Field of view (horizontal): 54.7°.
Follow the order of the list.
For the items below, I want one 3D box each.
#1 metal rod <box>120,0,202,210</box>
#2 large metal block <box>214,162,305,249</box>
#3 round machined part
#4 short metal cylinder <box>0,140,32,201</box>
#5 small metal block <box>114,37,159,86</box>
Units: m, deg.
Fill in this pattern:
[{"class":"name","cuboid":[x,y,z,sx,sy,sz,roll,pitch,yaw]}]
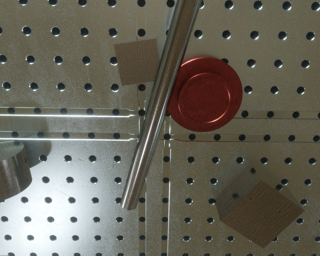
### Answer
[{"class":"metal rod","cuboid":[-0.006,-0.015,0.387,0.025,0.025,0.298,14,117,-6]},{"class":"large metal block","cuboid":[0.139,0.110,0.443,0.080,0.050,0.080,35,106,-13]},{"class":"round machined part","cuboid":[0.056,-0.040,0.391,0.099,0.042,0.097,0,110,-1]},{"class":"short metal cylinder","cuboid":[-0.214,0.055,0.401,0.081,0.080,0.050,-4,110,1]},{"class":"small metal block","cuboid":[-0.026,-0.083,0.383,0.050,0.025,0.050,-8,110,2]}]
